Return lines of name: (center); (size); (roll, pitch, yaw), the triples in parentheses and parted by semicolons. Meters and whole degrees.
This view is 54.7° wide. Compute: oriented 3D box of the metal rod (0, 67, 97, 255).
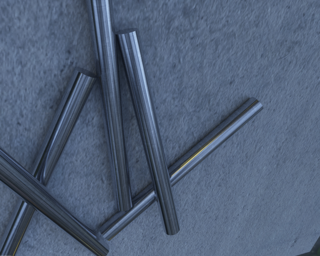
metal rod: (-0.147, 0.067, 0.368); (0.025, 0.025, 0.298); (17, 109, -35)

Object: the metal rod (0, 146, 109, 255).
metal rod: (-0.128, 0.094, 0.366); (0.025, 0.025, 0.299); (-32, 138, -8)

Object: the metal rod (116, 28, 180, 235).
metal rod: (-0.009, 0.026, 0.398); (0.025, 0.025, 0.298); (-21, 120, -16)

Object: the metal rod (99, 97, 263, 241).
metal rod: (0.032, 0.060, 0.463); (0.300, 0.025, 0.025); (-41, 130, -1)

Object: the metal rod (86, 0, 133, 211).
metal rod: (-0.056, -0.015, 0.368); (0.025, 0.025, 0.298); (-15, 125, -20)
